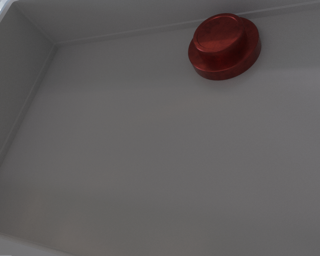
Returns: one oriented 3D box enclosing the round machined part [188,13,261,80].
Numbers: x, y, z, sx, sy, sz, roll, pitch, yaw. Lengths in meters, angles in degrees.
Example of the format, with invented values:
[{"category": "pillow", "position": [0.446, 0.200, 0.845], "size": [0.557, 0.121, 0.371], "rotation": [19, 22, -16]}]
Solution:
[{"category": "round machined part", "position": [0.084, -0.117, 0.423], "size": [0.098, 0.042, 0.098], "rotation": [-13, 56, 21]}]
